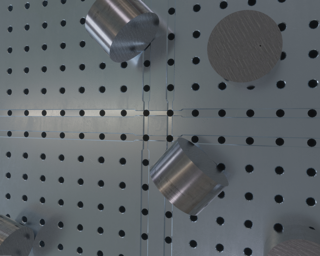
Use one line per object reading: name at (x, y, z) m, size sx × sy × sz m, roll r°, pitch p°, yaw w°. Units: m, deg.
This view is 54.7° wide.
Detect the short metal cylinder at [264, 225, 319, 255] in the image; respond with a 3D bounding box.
short metal cylinder at (0.157, 0.155, 0.344) m, size 0.080 × 0.050 × 0.079 m, roll 0°, pitch 90°, yaw 20°

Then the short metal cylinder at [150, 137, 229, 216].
short metal cylinder at (0.035, 0.057, 0.371) m, size 0.080 × 0.080 × 0.050 m, roll 45°, pitch 104°, yaw 14°

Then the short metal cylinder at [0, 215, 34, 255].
short metal cylinder at (-0.240, 0.179, 0.468) m, size 0.050 × 0.080 × 0.080 m, roll 18°, pitch 96°, yaw 19°

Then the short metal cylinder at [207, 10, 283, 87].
short metal cylinder at (0.100, -0.090, 0.364) m, size 0.080 × 0.050 × 0.079 m, roll 0°, pitch 90°, yaw 20°

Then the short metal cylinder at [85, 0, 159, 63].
short metal cylinder at (-0.048, -0.132, 0.400) m, size 0.080 × 0.080 × 0.050 m, roll -45°, pitch 76°, yaw 14°
